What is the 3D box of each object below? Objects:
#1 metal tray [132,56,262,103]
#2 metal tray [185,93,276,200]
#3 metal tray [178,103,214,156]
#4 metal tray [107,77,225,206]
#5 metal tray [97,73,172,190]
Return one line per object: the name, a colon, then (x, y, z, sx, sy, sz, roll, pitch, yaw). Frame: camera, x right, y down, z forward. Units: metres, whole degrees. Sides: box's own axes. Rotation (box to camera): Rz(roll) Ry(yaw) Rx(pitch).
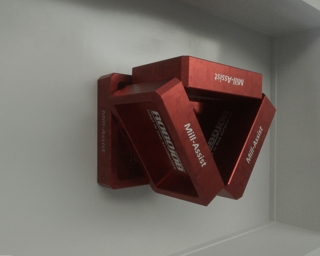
metal tray: (0.044, -0.051, 0.359, 0.131, 0.090, 0.030, 2, 89, -40)
metal tray: (0.079, 0.018, 0.388, 0.030, 0.090, 0.130, 43, 64, -32)
metal tray: (0.042, 0.006, 0.437, 0.091, 0.030, 0.129, 2, 88, -40)
metal tray: (0.005, 0.016, 0.327, 0.030, 0.090, 0.129, -38, 114, -33)
metal tray: (-0.029, 0.004, 0.378, 0.091, 0.030, 0.129, 1, 89, -40)
